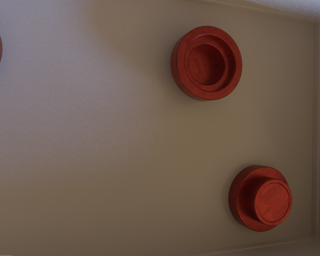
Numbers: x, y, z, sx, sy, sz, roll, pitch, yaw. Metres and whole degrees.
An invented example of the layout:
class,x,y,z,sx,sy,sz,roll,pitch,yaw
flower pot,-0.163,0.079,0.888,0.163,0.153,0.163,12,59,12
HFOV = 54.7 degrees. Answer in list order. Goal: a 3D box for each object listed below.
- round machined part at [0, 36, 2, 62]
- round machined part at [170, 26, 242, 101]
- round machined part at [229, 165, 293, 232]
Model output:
class,x,y,z,sx,sy,sz,roll,pitch,yaw
round machined part,-0.218,-0.086,0.320,0.099,0.042,0.097,0,90,-21
round machined part,0.059,-0.085,0.425,0.099,0.042,0.097,0,90,-21
round machined part,0.156,0.106,0.461,0.099,0.042,0.097,0,90,-21
